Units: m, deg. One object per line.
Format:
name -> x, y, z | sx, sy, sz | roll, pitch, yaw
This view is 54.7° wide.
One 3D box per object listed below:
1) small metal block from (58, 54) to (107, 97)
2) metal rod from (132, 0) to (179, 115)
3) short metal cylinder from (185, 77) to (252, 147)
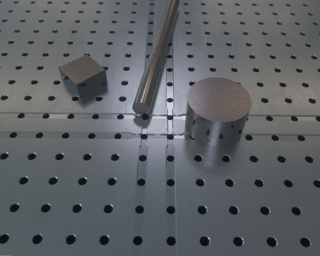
small metal block -> -0.118, -0.081, 0.475 | 0.050, 0.025, 0.050 | -34, 58, -25
metal rod -> 0.001, -0.139, 0.524 | 0.025, 0.025, 0.300 | 8, 50, 6
short metal cylinder -> 0.075, -0.022, 0.410 | 0.081, 0.050, 0.080 | 0, 50, 0
